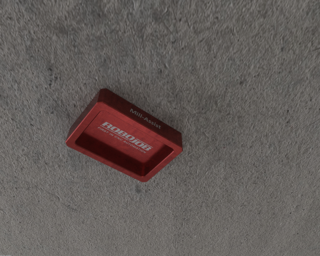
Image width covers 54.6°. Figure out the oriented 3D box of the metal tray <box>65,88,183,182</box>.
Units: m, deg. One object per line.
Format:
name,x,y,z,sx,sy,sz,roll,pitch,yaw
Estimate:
metal tray,-0.046,0.015,0.415,0.131,0.030,0.090,30,124,-24
